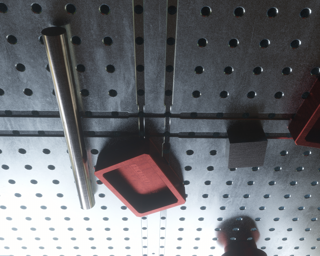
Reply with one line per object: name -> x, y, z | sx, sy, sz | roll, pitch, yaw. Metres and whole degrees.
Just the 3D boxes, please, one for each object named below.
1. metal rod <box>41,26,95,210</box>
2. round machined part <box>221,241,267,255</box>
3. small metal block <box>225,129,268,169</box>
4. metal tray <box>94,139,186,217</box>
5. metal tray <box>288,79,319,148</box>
metal rod -> -0.116, 0.012, 0.420 | 0.025, 0.025, 0.298 | 1, 130, -2
round machined part -> 0.169, 0.267, 0.631 | 0.099, 0.042, 0.097 | -1, 130, 0
small metal block -> 0.121, 0.030, 0.439 | 0.050, 0.025, 0.050 | -4, 130, 3
metal tray -> -0.027, 0.082, 0.477 | 0.090, 0.030, 0.130 | -22, 127, 17
metal tray -> 0.249, -0.011, 0.402 | 0.131, 0.030, 0.089 | 9, 130, -8
